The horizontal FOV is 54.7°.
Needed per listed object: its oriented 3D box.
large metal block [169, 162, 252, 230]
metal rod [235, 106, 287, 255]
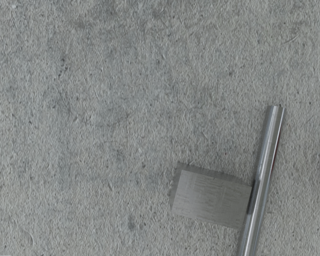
[{"bbox_3d":[0.057,0.080,0.383,0.080,0.080,0.050,14,90,-1],"label":"large metal block"},{"bbox_3d":[0.124,0.119,0.411,0.025,0.025,0.298,12,90,-1],"label":"metal rod"}]
